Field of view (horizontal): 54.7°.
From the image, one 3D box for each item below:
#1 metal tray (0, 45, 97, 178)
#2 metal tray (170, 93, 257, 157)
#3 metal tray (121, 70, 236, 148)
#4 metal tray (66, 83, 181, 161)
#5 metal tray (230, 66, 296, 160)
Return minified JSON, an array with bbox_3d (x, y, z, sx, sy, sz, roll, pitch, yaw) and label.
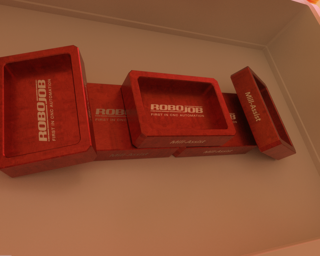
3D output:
[{"bbox_3d":[-0.121,-0.021,0.325,0.091,0.030,0.130,-11,65,-5],"label":"metal tray"},{"bbox_3d":[0.070,-0.007,0.443,0.131,0.030,0.090,0,62,-28],"label":"metal tray"},{"bbox_3d":[0.024,-0.023,0.388,0.131,0.030,0.090,0,61,-28],"label":"metal tray"},{"bbox_3d":[-0.046,-0.008,0.382,0.131,0.030,0.090,0,62,-28],"label":"metal tray"},{"bbox_3d":[0.158,-0.021,0.473,0.090,0.030,0.130,21,48,-52],"label":"metal tray"}]
